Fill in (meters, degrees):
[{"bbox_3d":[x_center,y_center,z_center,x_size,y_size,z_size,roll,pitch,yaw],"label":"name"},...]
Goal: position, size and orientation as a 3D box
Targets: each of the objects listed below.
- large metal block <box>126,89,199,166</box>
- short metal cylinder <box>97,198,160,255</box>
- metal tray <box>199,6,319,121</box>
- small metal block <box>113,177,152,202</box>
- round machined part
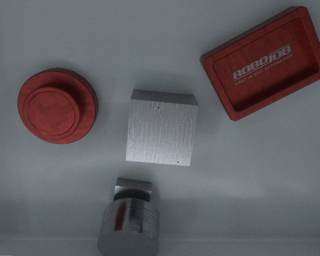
[{"bbox_3d":[0.001,-0.001,0.398,0.081,0.050,0.079,5,110,-3],"label":"large metal block"},{"bbox_3d":[-0.041,0.141,0.424,0.080,0.050,0.079,1,128,2],"label":"short metal cylinder"},{"bbox_3d":[0.127,-0.077,0.381,0.130,0.030,0.090,-28,108,9],"label":"metal tray"},{"bbox_3d":[-0.041,0.103,0.449,0.050,0.025,0.050,10,108,-4],"label":"small metal block"},{"bbox_3d":[-0.131,-0.024,0.392,0.099,0.042,0.097,0,110,-1],"label":"round machined part"}]
